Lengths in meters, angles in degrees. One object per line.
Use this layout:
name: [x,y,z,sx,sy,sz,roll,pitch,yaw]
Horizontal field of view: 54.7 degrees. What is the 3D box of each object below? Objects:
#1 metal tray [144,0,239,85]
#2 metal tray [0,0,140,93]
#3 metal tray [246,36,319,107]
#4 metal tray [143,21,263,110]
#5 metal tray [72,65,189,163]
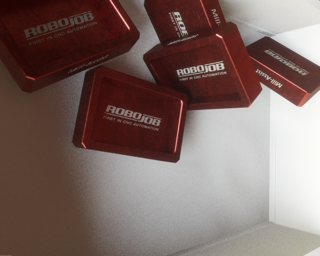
metal tray: [0.042,-0.117,0.398,0.030,0.090,0.130,-41,115,-32]
metal tray: [-0.095,-0.100,0.304,0.131,0.030,0.090,-34,91,-35]
metal tray: [0.204,-0.098,0.517,0.091,0.130,0.030,-32,152,-35]
metal tray: [0.047,-0.067,0.377,0.030,0.130,0.090,-46,118,-30]
metal tray: [-0.030,-0.011,0.370,0.131,0.030,0.090,13,81,-34]
